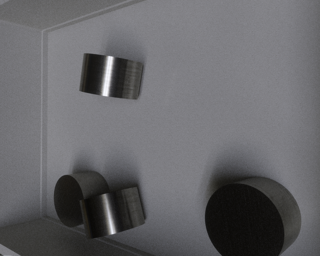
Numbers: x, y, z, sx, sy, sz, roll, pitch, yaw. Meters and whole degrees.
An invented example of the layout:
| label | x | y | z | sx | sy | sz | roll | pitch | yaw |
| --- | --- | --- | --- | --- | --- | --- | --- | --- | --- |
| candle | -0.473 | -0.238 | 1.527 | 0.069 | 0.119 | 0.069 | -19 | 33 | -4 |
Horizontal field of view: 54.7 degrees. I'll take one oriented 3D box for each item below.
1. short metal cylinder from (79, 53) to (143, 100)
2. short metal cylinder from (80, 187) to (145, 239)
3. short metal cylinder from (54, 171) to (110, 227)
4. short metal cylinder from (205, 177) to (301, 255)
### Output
| label | x | y | z | sx | sy | sz | roll | pitch | yaw |
| --- | --- | --- | --- | --- | --- | --- | --- | --- | --- |
| short metal cylinder | -0.067 | -0.070 | 0.427 | 0.080 | 0.081 | 0.050 | 15 | 100 | 39 |
| short metal cylinder | -0.065 | 0.115 | 0.425 | 0.080 | 0.081 | 0.050 | -23 | 76 | 38 |
| short metal cylinder | -0.125 | 0.112 | 0.494 | 0.080 | 0.050 | 0.080 | 0 | 90 | 40 |
| short metal cylinder | 0.093 | 0.092 | 0.313 | 0.080 | 0.050 | 0.080 | 0 | 90 | 40 |
